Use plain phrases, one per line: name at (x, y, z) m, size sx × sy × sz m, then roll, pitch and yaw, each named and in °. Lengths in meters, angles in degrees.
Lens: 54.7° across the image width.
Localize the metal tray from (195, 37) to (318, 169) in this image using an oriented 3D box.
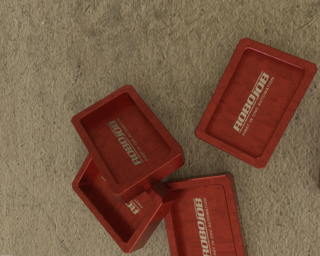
metal tray at (0.110, -0.029, 0.367) m, size 0.090 × 0.030 × 0.129 m, roll 28°, pitch 99°, yaw 17°

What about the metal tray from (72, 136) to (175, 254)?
metal tray at (-0.053, 0.082, 0.404) m, size 0.130 × 0.030 × 0.090 m, roll 40°, pitch 108°, yaw 29°

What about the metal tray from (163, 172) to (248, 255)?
metal tray at (0.056, 0.126, 0.386) m, size 0.090 × 0.030 × 0.129 m, roll -11°, pitch 86°, yaw 19°

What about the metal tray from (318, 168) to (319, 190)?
metal tray at (0.242, 0.034, 0.320) m, size 0.130 × 0.030 × 0.089 m, roll 5°, pitch 92°, yaw 19°

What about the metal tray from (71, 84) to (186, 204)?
metal tray at (-0.042, 0.014, 0.381) m, size 0.090 × 0.030 × 0.130 m, roll -33°, pitch 58°, yaw -9°
